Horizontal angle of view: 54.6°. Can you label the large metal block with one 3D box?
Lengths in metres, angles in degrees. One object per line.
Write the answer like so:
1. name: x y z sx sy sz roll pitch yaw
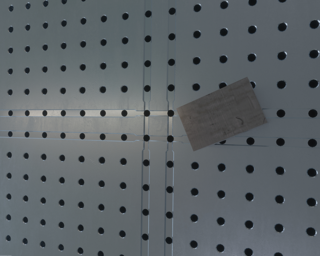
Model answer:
1. large metal block: 0.075 -0.013 0.357 0.080 0.080 0.050 -24 82 18
